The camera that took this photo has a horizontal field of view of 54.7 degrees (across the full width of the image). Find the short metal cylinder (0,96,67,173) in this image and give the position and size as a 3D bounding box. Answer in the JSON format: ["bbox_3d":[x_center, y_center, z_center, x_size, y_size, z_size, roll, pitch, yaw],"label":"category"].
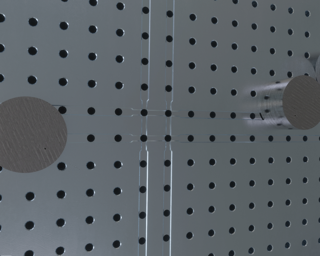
[{"bbox_3d":[-0.147,0.007,0.345,0.081,0.050,0.079,0,91,-20],"label":"short metal cylinder"}]

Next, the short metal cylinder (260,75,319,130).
[{"bbox_3d":[0.202,-0.037,0.474,0.081,0.050,0.079,0,90,-20],"label":"short metal cylinder"}]

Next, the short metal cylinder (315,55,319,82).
[{"bbox_3d":[0.300,-0.095,0.494,0.050,0.080,0.080,-13,95,-20],"label":"short metal cylinder"}]
